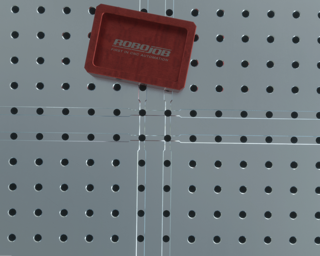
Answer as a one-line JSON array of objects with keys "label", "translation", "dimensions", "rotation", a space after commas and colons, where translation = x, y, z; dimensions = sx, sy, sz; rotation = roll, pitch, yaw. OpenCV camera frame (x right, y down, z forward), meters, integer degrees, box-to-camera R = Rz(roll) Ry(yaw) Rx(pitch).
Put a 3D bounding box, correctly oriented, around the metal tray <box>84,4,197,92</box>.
[{"label": "metal tray", "translation": [-0.025, -0.104, 0.410], "dimensions": [0.131, 0.030, 0.089], "rotation": [11, 90, -1]}]
